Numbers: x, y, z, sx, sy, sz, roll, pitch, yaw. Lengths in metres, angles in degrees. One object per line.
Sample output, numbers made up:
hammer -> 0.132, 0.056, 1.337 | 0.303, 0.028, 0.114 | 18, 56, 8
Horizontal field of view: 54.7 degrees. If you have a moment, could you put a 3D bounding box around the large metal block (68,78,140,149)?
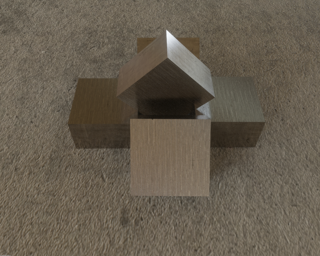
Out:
large metal block -> -0.067, -0.020, 0.404 | 0.081, 0.050, 0.080 | 0, 50, -1

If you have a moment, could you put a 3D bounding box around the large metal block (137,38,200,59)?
large metal block -> 0.011, -0.095, 0.441 | 0.081, 0.080, 0.050 | 0, 94, 0

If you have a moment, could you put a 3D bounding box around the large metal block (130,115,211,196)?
large metal block -> 0.011, 0.027, 0.338 | 0.081, 0.079, 0.050 | 0, 7, 1

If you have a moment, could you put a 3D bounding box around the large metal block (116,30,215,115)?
large metal block -> 0.006, -0.054, 0.372 | 0.080, 0.080, 0.050 | -32, 41, 32

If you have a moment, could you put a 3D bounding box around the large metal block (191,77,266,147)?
large metal block -> 0.082, -0.022, 0.404 | 0.081, 0.050, 0.080 | 0, 50, 0
